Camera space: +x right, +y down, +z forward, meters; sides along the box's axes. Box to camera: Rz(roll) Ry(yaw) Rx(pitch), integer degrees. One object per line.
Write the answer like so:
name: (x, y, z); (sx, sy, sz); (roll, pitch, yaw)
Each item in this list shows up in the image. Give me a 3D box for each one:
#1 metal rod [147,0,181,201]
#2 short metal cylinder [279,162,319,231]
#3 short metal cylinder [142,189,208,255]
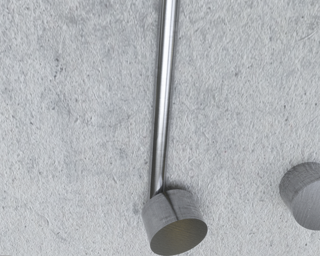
metal rod: (0.004, -0.037, 0.396); (0.025, 0.025, 0.298); (3, 110, -2)
short metal cylinder: (0.216, 0.094, 0.433); (0.081, 0.050, 0.079); (0, 110, 0)
short metal cylinder: (0.019, 0.132, 0.431); (0.081, 0.050, 0.079); (-10, 129, -12)
